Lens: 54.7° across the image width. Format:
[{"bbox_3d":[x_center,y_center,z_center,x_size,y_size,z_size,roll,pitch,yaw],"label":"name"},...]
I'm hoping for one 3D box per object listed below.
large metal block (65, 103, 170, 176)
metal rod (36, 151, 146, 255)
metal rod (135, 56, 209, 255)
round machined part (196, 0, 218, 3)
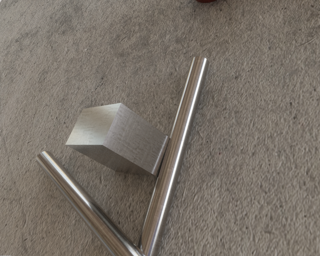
[{"bbox_3d":[-0.050,0.016,0.371,0.080,0.080,0.050,-3,59,47],"label":"large metal block"},{"bbox_3d":[-0.079,0.100,0.360,0.300,0.025,0.025,30,78,44],"label":"metal rod"},{"bbox_3d":[0.014,0.040,0.370,0.025,0.025,0.300,4,63,29],"label":"metal rod"},{"bbox_3d":[0.079,-0.242,0.498,0.098,0.042,0.098,-13,56,20],"label":"round machined part"}]
